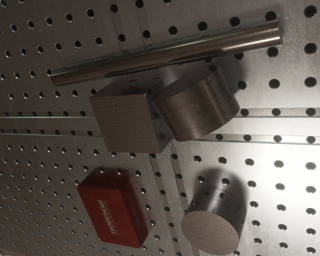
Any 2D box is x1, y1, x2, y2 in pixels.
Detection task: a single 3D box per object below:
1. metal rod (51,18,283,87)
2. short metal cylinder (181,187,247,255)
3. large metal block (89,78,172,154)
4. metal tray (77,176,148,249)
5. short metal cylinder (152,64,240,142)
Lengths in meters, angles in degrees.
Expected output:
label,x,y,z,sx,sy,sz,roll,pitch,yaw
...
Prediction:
label,x,y,z,sx,sy,sz,roll,pitch,yaw
metal rod,-0.016,-0.081,0.368,0.300,0.025,0.025,-5,116,30
short metal cylinder,0.076,0.130,0.434,0.080,0.050,0.079,13,124,20
large metal block,-0.034,-0.015,0.402,0.080,0.050,0.080,-1,118,28
metal tray,-0.081,0.146,0.539,0.090,0.030,0.129,-2,118,28
short metal cylinder,0.039,-0.028,0.337,0.080,0.080,0.050,-19,108,35
